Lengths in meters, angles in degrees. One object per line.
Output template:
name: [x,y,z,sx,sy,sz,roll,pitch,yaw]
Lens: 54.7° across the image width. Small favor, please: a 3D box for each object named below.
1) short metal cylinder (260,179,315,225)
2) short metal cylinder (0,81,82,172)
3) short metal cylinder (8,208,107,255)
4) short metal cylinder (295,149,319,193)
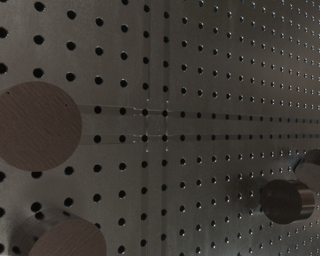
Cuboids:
short metal cylinder: [0.236,0.136,0.575,0.050,0.080,0.080,9,84,-40]
short metal cylinder: [-0.122,-0.001,0.292,0.081,0.050,0.079,0,90,-40]
short metal cylinder: [-0.102,0.126,0.309,0.081,0.050,0.079,0,91,-40]
short metal cylinder: [0.340,0.092,0.663,0.050,0.080,0.080,-41,115,-33]
